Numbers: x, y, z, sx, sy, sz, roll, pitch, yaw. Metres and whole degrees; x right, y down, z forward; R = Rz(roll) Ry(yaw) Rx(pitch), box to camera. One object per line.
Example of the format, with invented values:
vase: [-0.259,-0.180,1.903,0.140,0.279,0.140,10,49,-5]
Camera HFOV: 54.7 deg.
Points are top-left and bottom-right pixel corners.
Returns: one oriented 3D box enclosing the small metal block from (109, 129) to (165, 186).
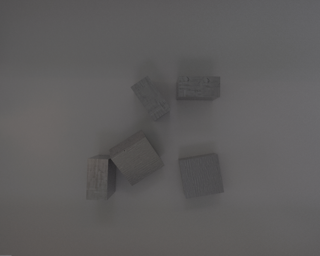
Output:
small metal block: [-0.030,0.039,0.401,0.050,0.025,0.050,-32,116,-1]

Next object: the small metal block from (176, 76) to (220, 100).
small metal block: [0.048,-0.050,0.399,0.050,0.050,0.025,1,90,0]

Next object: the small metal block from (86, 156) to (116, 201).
small metal block: [-0.074,0.062,0.398,0.025,0.050,0.050,2,90,3]

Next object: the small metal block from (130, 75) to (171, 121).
small metal block: [-0.011,-0.036,0.399,0.025,0.050,0.050,-35,90,0]

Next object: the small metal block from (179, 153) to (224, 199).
small metal block: [0.054,0.063,0.412,0.050,0.025,0.050,-10,90,0]
